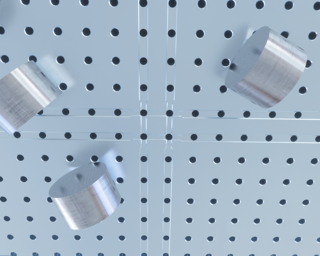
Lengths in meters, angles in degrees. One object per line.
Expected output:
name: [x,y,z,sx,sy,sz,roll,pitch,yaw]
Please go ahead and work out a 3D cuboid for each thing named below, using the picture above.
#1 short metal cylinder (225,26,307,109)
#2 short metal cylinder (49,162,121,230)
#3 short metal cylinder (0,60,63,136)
short metal cylinder: [0.120,-0.069,0.359,0.050,0.080,0.080,28,108,-10]
short metal cylinder: [-0.099,0.089,0.416,0.080,0.080,0.050,-19,109,7]
short metal cylinder: [-0.165,-0.036,0.369,0.080,0.080,0.050,-36,106,12]
